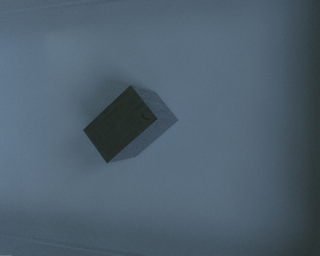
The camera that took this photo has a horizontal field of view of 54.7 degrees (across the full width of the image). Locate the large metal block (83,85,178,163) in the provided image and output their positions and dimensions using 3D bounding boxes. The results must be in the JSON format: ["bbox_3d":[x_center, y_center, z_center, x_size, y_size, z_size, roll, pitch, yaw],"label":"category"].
[{"bbox_3d":[-0.033,-0.004,0.389,0.080,0.080,0.050,-41,77,15],"label":"large metal block"}]
